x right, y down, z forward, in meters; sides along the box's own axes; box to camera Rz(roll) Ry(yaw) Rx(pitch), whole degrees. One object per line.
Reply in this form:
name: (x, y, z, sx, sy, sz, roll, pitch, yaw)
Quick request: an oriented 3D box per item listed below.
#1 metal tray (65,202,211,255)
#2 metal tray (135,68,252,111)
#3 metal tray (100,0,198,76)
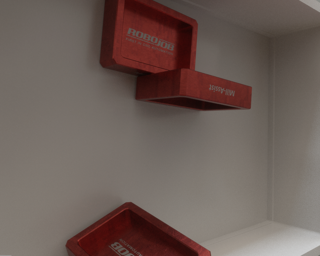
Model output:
metal tray: (-0.024, 0.134, 0.318, 0.091, 0.130, 0.030, -27, 122, -37)
metal tray: (0.046, -0.045, 0.404, 0.131, 0.090, 0.030, 6, 87, -40)
metal tray: (-0.009, -0.110, 0.397, 0.131, 0.030, 0.089, 7, 86, -40)
